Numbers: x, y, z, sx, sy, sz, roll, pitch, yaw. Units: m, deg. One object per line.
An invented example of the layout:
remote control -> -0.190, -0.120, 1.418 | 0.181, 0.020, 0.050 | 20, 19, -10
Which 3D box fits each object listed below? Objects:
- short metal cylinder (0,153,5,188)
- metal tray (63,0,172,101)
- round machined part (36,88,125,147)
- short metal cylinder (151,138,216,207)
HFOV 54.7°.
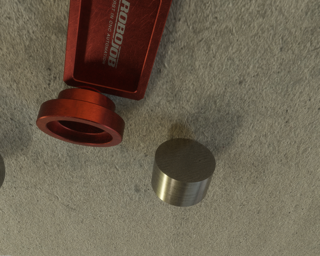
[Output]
short metal cylinder -> -0.261, 0.059, 0.418 | 0.050, 0.080, 0.080 | -19, 128, 15
metal tray -> -0.047, -0.096, 0.321 | 0.091, 0.030, 0.129 | 12, 129, -10
round machined part -> -0.090, -0.013, 0.367 | 0.099, 0.042, 0.098 | 6, 159, 3
short metal cylinder -> 0.031, 0.059, 0.422 | 0.081, 0.080, 0.050 | 5, 130, -5
